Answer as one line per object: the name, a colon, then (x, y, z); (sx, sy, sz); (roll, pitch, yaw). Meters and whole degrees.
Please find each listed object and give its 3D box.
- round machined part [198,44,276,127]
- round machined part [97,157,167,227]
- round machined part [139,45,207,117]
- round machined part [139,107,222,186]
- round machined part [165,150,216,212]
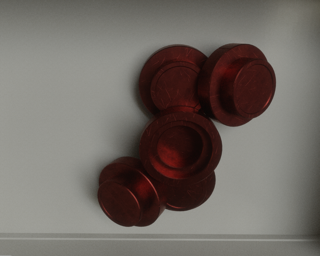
round machined part: (0.096, -0.048, 0.361); (0.099, 0.042, 0.097); (-10, 110, -29)
round machined part: (-0.043, 0.091, 0.411); (0.098, 0.042, 0.097); (13, 117, 26)
round machined part: (0.023, -0.051, 0.382); (0.099, 0.042, 0.097); (0, 110, -1)
round machined part: (0.024, 0.020, 0.385); (0.099, 0.042, 0.097); (0, 110, -1)
round machined part: (0.028, 0.075, 0.429); (0.099, 0.042, 0.097); (0, 110, -1)
